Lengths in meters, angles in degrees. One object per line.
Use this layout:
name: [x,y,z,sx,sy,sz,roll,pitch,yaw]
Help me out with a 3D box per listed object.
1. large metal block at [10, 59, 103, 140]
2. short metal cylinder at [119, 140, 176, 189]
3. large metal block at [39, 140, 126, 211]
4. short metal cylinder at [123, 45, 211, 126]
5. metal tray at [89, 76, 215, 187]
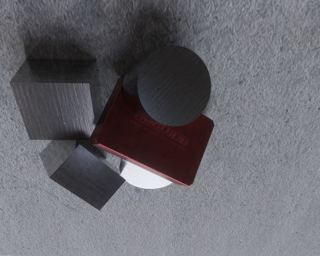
large metal block: [-0.114,-0.032,0.361,0.081,0.050,0.079,1,130,-1]
short metal cylinder: [-0.013,0.039,0.426,0.081,0.050,0.079,0,130,0]
large metal block: [-0.103,0.051,0.406,0.050,0.080,0.080,-50,122,-7]
short metal cylinder: [0.006,-0.043,0.330,0.081,0.050,0.079,-2,95,-23]
metal tray: [-0.005,0.004,0.371,0.131,0.090,0.030,29,164,-22]
